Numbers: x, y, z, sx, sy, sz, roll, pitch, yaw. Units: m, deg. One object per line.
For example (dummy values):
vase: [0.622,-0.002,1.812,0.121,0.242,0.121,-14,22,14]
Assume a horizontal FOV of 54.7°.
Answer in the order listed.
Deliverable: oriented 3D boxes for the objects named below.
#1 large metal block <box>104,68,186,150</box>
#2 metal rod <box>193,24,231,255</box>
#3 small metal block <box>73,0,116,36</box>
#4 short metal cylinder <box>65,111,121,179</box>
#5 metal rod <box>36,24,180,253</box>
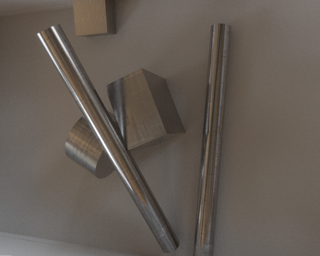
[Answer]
large metal block: [-0.015,-0.021,0.386,0.050,0.080,0.080,-23,83,18]
metal rod: [0.065,0.023,0.387,0.025,0.025,0.298,5,92,19]
small metal block: [-0.092,-0.157,0.437,0.050,0.025,0.050,1,101,19]
short metal cylinder: [-0.077,0.019,0.407,0.050,0.080,0.080,31,100,17]
metal rod: [-0.048,0.029,0.356,0.025,0.025,0.299,-19,111,19]
